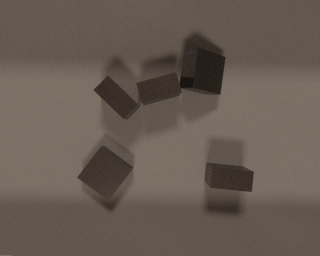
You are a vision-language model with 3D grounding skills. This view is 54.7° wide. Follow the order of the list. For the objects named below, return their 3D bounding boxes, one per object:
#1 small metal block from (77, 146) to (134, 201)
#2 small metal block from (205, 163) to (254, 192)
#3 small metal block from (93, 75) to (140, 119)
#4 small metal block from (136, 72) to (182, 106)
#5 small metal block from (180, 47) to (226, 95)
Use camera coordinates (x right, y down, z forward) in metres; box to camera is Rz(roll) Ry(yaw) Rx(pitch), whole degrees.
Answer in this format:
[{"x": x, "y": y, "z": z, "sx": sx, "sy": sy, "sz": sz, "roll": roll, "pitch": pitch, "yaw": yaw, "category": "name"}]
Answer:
[{"x": -0.071, "y": 0.059, "z": 0.411, "sx": 0.050, "sy": 0.025, "sz": 0.050, "roll": 37, "pitch": 90, "yaw": -1, "category": "small metal block"}, {"x": 0.088, "y": 0.063, "z": 0.400, "sx": 0.050, "sy": 0.050, "sz": 0.025, "roll": 6, "pitch": 90, "yaw": -1, "category": "small metal block"}, {"x": -0.054, "y": -0.037, "z": 0.398, "sx": 0.050, "sy": 0.050, "sz": 0.025, "roll": 44, "pitch": 90, "yaw": -1, "category": "small metal block"}, {"x": -0.001, "y": -0.049, "z": 0.399, "sx": 0.050, "sy": 0.050, "sz": 0.025, "roll": -16, "pitch": 90, "yaw": 0, "category": "small metal block"}, {"x": 0.055, "y": -0.072, "z": 0.400, "sx": 0.050, "sy": 0.025, "sz": 0.050, "roll": 8, "pitch": 90, "yaw": -37, "category": "small metal block"}]
